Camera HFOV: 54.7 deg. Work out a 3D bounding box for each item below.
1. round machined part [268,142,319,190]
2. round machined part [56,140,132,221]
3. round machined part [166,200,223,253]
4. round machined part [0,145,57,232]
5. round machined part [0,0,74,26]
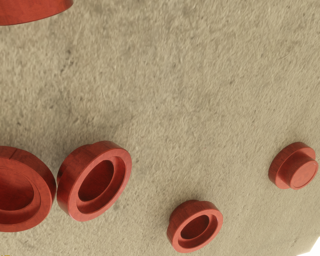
[{"bbox_3d":[0.260,0.079,0.590,0.099,0.042,0.097,-14,125,-21],"label":"round machined part"},{"bbox_3d":[-0.083,0.058,0.372,0.099,0.042,0.097,-39,144,-36],"label":"round machined part"},{"bbox_3d":[0.055,0.162,0.528,0.099,0.042,0.097,-14,125,-21],"label":"round machined part"},{"bbox_3d":[-0.161,0.060,0.331,0.099,0.042,0.097,-1,117,-2],"label":"round machined part"},{"bbox_3d":[-0.106,-0.109,0.235,0.099,0.098,0.042,-21,127,-16],"label":"round machined part"}]
